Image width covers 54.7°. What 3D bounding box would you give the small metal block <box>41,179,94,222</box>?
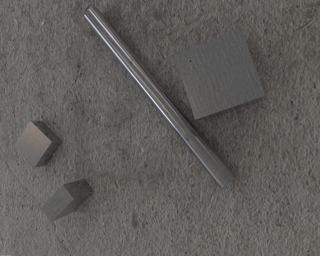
[{"bbox_3d":[-0.131,0.102,0.442,0.050,0.050,0.025,-45,76,14],"label":"small metal block"}]

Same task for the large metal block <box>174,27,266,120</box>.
[{"bbox_3d":[0.073,-0.060,0.370,0.080,0.050,0.080,-19,84,19],"label":"large metal block"}]

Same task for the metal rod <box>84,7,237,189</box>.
[{"bbox_3d":[-0.007,-0.048,0.411,0.025,0.025,0.300,-42,77,15],"label":"metal rod"}]

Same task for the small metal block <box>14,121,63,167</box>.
[{"bbox_3d":[-0.186,0.024,0.475,0.050,0.025,0.050,41,103,15],"label":"small metal block"}]
